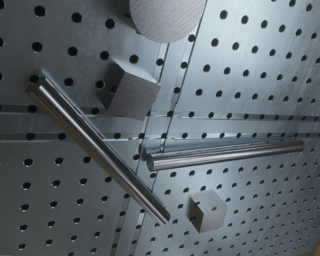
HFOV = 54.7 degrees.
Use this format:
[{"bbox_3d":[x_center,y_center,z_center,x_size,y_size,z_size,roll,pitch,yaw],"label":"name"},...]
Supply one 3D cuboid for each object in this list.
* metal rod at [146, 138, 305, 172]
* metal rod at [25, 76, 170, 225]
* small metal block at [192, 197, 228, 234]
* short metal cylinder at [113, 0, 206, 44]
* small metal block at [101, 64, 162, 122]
[{"bbox_3d":[0.121,0.040,0.501,0.303,0.025,0.025,-4,120,-27],"label":"metal rod"},{"bbox_3d":[-0.060,0.051,0.409,0.025,0.025,0.300,-37,129,-3],"label":"metal rod"},{"bbox_3d":[0.090,0.158,0.558,0.050,0.025,0.050,-8,122,-24],"label":"small metal block"},{"bbox_3d":[-0.001,-0.132,0.313,0.081,0.050,0.079,-14,124,-21],"label":"short metal cylinder"},{"bbox_3d":[-0.034,-0.040,0.368,0.050,0.025,0.050,16,110,-35],"label":"small metal block"}]
